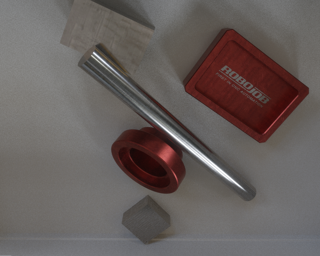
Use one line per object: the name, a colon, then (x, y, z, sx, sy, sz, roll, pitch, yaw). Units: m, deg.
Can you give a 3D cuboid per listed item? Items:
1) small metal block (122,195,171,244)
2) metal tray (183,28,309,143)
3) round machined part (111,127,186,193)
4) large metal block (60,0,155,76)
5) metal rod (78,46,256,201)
small metal block: (-0.020, 0.136, 0.461, 0.050, 0.025, 0.050, -39, 106, 13)
metal tray: (0.106, -0.051, 0.391, 0.130, 0.030, 0.090, 33, 106, -12)
round machined part: (-0.010, 0.037, 0.398, 0.098, 0.042, 0.097, 24, 145, 19)
large metal block: (-0.053, -0.104, 0.343, 0.080, 0.080, 0.050, 23, 108, -9)
metal rod: (0.030, 0.013, 0.371, 0.025, 0.025, 0.301, -42, 123, 14)
